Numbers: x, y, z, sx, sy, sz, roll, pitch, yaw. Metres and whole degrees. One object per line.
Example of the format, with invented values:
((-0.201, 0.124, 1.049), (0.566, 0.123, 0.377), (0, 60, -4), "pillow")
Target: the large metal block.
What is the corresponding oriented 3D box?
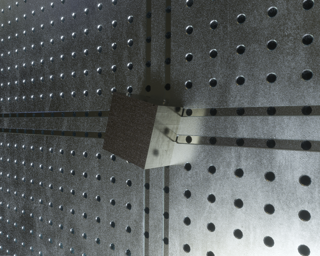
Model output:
((-0.024, 0.001, 0.411), (0.080, 0.050, 0.079), (20, 103, 38), "large metal block")
